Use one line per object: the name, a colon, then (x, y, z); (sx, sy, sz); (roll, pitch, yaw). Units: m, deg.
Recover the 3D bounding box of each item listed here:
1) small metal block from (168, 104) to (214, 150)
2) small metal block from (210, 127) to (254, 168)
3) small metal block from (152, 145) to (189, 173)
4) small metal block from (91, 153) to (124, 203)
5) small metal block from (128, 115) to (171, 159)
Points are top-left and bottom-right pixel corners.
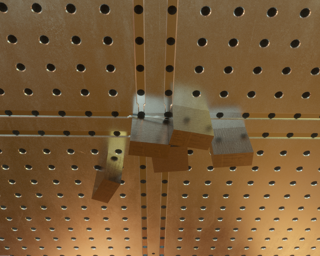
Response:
small metal block: (0.038, -0.001, 0.395); (0.050, 0.050, 0.025); (9, 129, -9)
small metal block: (0.094, 0.025, 0.419); (0.050, 0.050, 0.025); (-4, 130, 3)
small metal block: (0.014, 0.037, 0.443); (0.050, 0.025, 0.050); (-4, 130, 3)
small metal block: (-0.077, 0.074, 0.457); (0.025, 0.050, 0.050); (21, 127, -17)
small metal block: (-0.013, 0.011, 0.405); (0.050, 0.050, 0.025); (7, 130, -6)
